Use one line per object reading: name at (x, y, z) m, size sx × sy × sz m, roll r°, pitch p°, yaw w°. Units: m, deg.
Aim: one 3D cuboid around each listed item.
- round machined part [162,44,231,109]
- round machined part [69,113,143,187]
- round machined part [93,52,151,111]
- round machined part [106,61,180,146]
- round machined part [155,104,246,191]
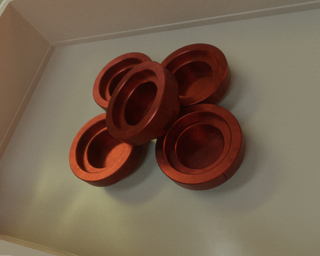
round machined part at (0.044, -0.059, 0.405) m, size 0.098 × 0.042 × 0.098 m, roll -13°, pitch 56°, yaw 20°
round machined part at (-0.066, 0.031, 0.407) m, size 0.098 × 0.042 × 0.098 m, roll -13°, pitch 56°, yaw 20°
round machined part at (-0.045, -0.059, 0.450) m, size 0.098 × 0.042 × 0.098 m, roll -13°, pitch 56°, yaw 20°
round machined part at (-0.016, -0.025, 0.360) m, size 0.098 × 0.042 × 0.098 m, roll -25°, pitch 51°, yaw 36°
round machined part at (0.048, 0.024, 0.352) m, size 0.098 × 0.042 × 0.098 m, roll -13°, pitch 56°, yaw 20°
